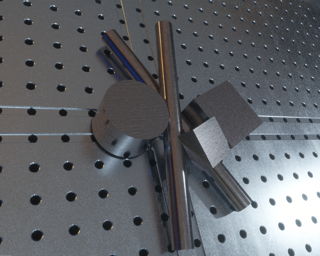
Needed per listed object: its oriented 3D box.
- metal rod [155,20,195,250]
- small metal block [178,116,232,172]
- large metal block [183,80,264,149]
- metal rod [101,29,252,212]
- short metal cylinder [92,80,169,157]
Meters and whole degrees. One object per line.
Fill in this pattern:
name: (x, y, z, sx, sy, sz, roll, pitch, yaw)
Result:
metal rod: (0.015, -0.007, 0.391, 0.025, 0.025, 0.299, 6, 67, -25)
small metal block: (0.057, 0.019, 0.382, 0.050, 0.025, 0.050, -30, 93, -46)
large metal block: (0.085, -0.011, 0.439, 0.081, 0.050, 0.080, -31, 79, -38)
metal rod: (0.018, -0.015, 0.423, 0.025, 0.025, 0.300, -32, 80, -38)
short metal cylinder: (-0.036, -0.011, 0.375, 0.081, 0.050, 0.080, 14, 56, -21)
